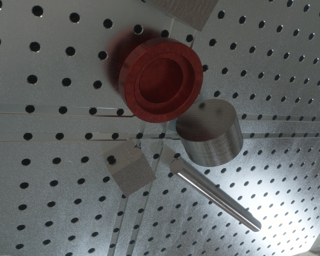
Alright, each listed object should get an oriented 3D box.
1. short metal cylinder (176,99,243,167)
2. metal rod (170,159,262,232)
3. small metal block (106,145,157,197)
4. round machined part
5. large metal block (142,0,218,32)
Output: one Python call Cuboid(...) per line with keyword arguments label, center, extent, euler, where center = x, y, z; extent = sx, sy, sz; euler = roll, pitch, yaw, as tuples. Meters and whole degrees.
Cuboid(label="short metal cylinder", center=(0.067, 0.006, 0.418), extent=(0.080, 0.080, 0.050), euler=(-32, 129, -8))
Cuboid(label="metal rod", center=(0.114, 0.132, 0.557), extent=(0.025, 0.025, 0.301), euler=(-47, 130, 4))
Cuboid(label="small metal block", center=(-0.039, 0.060, 0.429), extent=(0.050, 0.025, 0.050), euler=(-30, 129, -9))
Cuboid(label="round machined part", center=(-0.002, -0.058, 0.365), extent=(0.099, 0.042, 0.097), euler=(-14, 125, -21))
Cuboid(label="large metal block", center=(0.020, -0.156, 0.311), extent=(0.081, 0.050, 0.080), euler=(18, 109, -36))
